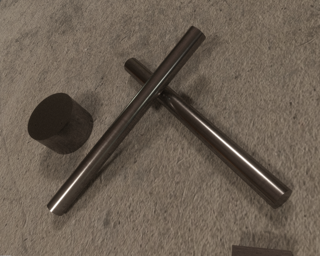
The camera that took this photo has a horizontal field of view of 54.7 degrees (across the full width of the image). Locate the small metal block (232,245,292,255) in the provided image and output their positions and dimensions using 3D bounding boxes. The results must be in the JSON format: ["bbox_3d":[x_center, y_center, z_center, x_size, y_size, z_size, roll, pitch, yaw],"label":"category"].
[{"bbox_3d":[0.091,0.134,0.274,0.050,0.025,0.050,-4,60,25],"label":"small metal block"}]

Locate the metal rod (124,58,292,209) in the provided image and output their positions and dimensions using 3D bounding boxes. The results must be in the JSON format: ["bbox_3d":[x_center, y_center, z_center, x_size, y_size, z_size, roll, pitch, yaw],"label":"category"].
[{"bbox_3d":[0.037,-0.015,0.392,0.025,0.025,0.300,-43,51,-2],"label":"metal rod"}]

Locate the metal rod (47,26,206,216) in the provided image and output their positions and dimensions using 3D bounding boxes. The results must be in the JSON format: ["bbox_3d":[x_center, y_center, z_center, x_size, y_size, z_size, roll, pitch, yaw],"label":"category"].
[{"bbox_3d":[-0.044,-0.009,0.407,0.300,0.025,0.025,-51,52,1],"label":"metal rod"}]

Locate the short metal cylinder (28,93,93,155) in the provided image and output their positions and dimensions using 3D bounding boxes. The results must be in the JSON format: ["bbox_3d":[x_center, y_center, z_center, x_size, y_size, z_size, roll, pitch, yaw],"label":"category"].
[{"bbox_3d":[-0.149,-0.006,0.468,0.080,0.050,0.080,-13,56,20],"label":"short metal cylinder"}]
